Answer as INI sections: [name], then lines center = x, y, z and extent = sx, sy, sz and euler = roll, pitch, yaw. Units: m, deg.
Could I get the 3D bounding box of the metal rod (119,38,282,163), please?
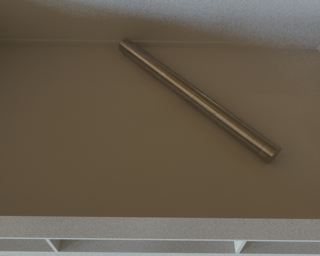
[metal rod]
center = 0.041, -0.053, 0.449
extent = 0.025, 0.025, 0.300
euler = -34, 58, -25
